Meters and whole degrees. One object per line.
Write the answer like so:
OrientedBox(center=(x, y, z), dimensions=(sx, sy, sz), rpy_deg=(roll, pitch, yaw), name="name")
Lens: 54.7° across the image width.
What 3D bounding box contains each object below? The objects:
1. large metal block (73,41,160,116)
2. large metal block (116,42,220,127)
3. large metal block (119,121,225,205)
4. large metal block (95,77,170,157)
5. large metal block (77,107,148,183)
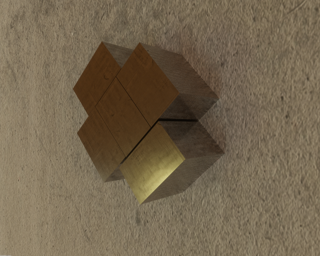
OrientedBox(center=(-0.055, -0.060, 0.414), dimensions=(0.080, 0.081, 0.050), rpy_deg=(-49, 61, 28), name="large metal block")
OrientedBox(center=(0.010, -0.047, 0.361), dimensions=(0.050, 0.081, 0.080), rpy_deg=(-50, 61, 28), name="large metal block")
OrientedBox(center=(0.014, 0.038, 0.358), dimensions=(0.080, 0.081, 0.050), rpy_deg=(-49, 61, 28), name="large metal block")
OrientedBox(center=(-0.019, -0.014, 0.385), dimensions=(0.050, 0.081, 0.080), rpy_deg=(-50, 61, 28), name="large metal block")
OrientedBox(center=(-0.048, 0.020, 0.409), dimensions=(0.050, 0.081, 0.080), rpy_deg=(-50, 61, 28), name="large metal block")
